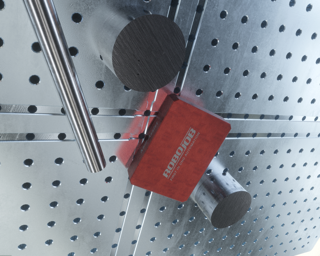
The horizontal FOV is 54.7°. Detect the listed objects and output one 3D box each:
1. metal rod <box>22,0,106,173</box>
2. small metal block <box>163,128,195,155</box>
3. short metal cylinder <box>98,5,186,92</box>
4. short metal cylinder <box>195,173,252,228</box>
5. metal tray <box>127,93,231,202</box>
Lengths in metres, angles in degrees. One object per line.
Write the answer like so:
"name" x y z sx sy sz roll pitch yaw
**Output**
"metal rod" -0.102 -0.071 0.310 0.025 0.025 0.298 -21 127 -16
"small metal block" 0.022 0.030 0.442 0.050 0.025 0.050 -20 126 -17
"short metal cylinder" -0.020 -0.085 0.331 0.081 0.050 0.079 -14 124 -21
"short metal cylinder" 0.108 0.124 0.530 0.081 0.050 0.079 -14 124 -21
"metal tray" 0.025 0.030 0.421 0.090 0.030 0.129 24 104 -20
